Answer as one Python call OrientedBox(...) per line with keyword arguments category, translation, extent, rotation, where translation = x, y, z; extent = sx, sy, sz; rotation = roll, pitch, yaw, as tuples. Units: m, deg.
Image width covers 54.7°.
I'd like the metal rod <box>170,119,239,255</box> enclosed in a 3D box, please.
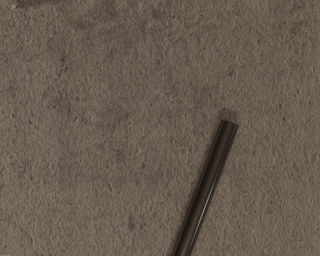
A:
OrientedBox(category="metal rod", translation=(0.041, 0.132, 0.410), extent=(0.025, 0.025, 0.299), rotation=(20, 90, -1))
